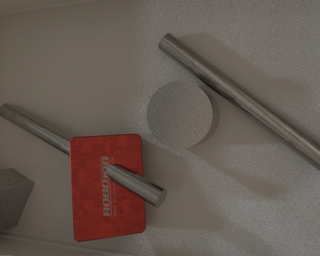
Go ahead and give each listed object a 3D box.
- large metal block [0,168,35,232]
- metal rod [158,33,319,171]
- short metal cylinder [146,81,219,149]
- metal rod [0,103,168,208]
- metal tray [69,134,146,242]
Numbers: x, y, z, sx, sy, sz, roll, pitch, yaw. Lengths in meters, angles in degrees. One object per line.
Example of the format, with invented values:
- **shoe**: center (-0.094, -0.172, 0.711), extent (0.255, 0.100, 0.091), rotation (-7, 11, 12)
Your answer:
- **large metal block**: center (-0.251, 0.112, 0.467), extent (0.050, 0.080, 0.080), rotation (28, 99, 17)
- **metal rod**: center (0.117, -0.020, 0.369), extent (0.300, 0.025, 0.025), rotation (40, 103, 15)
- **short metal cylinder**: center (0.030, -0.016, 0.386), extent (0.080, 0.050, 0.079), rotation (0, 90, 19)
- **metal rod**: center (-0.122, 0.028, 0.433), extent (0.300, 0.025, 0.025), rotation (24, 98, 25)
- **metal tray**: center (-0.069, 0.074, 0.406), extent (0.091, 0.030, 0.129), rotation (-3, 89, -16)
